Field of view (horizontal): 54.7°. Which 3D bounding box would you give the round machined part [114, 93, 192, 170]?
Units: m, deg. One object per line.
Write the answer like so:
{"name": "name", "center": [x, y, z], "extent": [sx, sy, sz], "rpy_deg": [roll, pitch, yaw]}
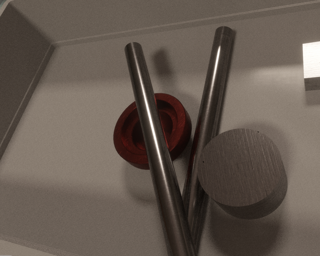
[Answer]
{"name": "round machined part", "center": [-0.006, 0.008, 0.392], "extent": [0.098, 0.042, 0.098], "rpy_deg": [-13, 56, 20]}

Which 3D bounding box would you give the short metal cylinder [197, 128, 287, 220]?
{"name": "short metal cylinder", "center": [0.085, 0.047, 0.316], "extent": [0.080, 0.050, 0.080], "rpy_deg": [-13, 56, 20]}

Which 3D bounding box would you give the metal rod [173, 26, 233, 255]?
{"name": "metal rod", "center": [0.057, -0.004, 0.377], "extent": [0.025, 0.025, 0.300], "rpy_deg": [0, 62, 28]}

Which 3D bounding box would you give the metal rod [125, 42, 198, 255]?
{"name": "metal rod", "center": [-0.007, 0.006, 0.350], "extent": [0.025, 0.025, 0.299], "rpy_deg": [-24, 53, 13]}

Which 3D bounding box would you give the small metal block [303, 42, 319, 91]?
{"name": "small metal block", "center": [0.190, -0.072, 0.350], "extent": [0.050, 0.025, 0.050], "rpy_deg": [-3, 60, 26]}
